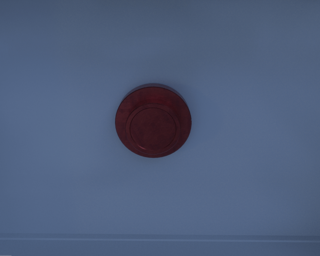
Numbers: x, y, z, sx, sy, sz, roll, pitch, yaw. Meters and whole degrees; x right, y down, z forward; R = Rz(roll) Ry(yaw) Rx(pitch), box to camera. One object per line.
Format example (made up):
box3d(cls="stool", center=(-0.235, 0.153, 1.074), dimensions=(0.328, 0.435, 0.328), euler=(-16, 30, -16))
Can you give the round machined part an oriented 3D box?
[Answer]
box3d(cls="round machined part", center=(-0.008, -0.005, 0.397), dimensions=(0.099, 0.042, 0.097), euler=(0, 110, 0))
